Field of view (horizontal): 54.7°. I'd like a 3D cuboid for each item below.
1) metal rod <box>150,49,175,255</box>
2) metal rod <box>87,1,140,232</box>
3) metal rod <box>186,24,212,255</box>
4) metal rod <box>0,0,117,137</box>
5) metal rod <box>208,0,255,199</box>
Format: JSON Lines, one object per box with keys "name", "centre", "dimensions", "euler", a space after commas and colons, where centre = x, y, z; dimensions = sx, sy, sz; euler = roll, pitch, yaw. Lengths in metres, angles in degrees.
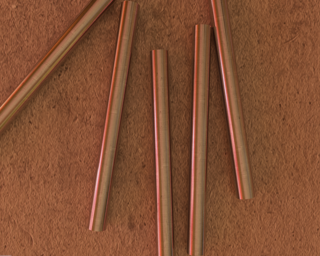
{"name": "metal rod", "centre": [0.004, 0.048, 0.410], "dimensions": [0.025, 0.025, 0.298], "euler": [-2, 90, -1]}
{"name": "metal rod", "centre": [-0.061, -0.015, 0.409], "dimensions": [0.025, 0.025, 0.298], "euler": [9, 90, -1]}
{"name": "metal rod", "centre": [0.052, 0.016, 0.410], "dimensions": [0.025, 0.025, 0.298], "euler": [2, 90, -1]}
{"name": "metal rod", "centre": [-0.161, -0.066, 0.407], "dimensions": [0.025, 0.025, 0.300], "euler": [40, 90, -1]}
{"name": "metal rod", "centre": [0.093, -0.056, 0.411], "dimensions": [0.025, 0.025, 0.298], "euler": [-8, 90, 0]}
